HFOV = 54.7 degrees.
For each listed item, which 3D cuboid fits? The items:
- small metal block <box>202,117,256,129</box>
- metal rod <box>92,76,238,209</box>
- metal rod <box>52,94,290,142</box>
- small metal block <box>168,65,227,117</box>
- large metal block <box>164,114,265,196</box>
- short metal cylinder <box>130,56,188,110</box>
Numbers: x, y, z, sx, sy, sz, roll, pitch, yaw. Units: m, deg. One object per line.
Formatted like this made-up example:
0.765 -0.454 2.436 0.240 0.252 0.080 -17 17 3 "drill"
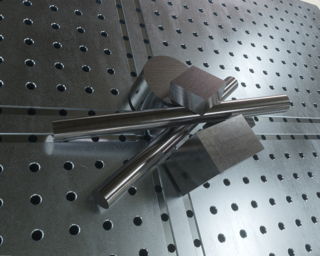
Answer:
0.098 -0.003 0.442 0.050 0.050 0.025 -1 62 -27 "small metal block"
0.028 0.000 0.419 0.025 0.025 0.302 47 51 4 "metal rod"
0.027 -0.015 0.383 0.302 0.025 0.025 -7 65 -17 "metal rod"
0.046 -0.047 0.383 0.050 0.025 0.050 31 48 21 "small metal block"
0.065 0.033 0.382 0.081 0.080 0.050 -20 73 -36 "large metal block"
0.006 -0.051 0.422 0.081 0.050 0.080 14 55 -21 "short metal cylinder"
